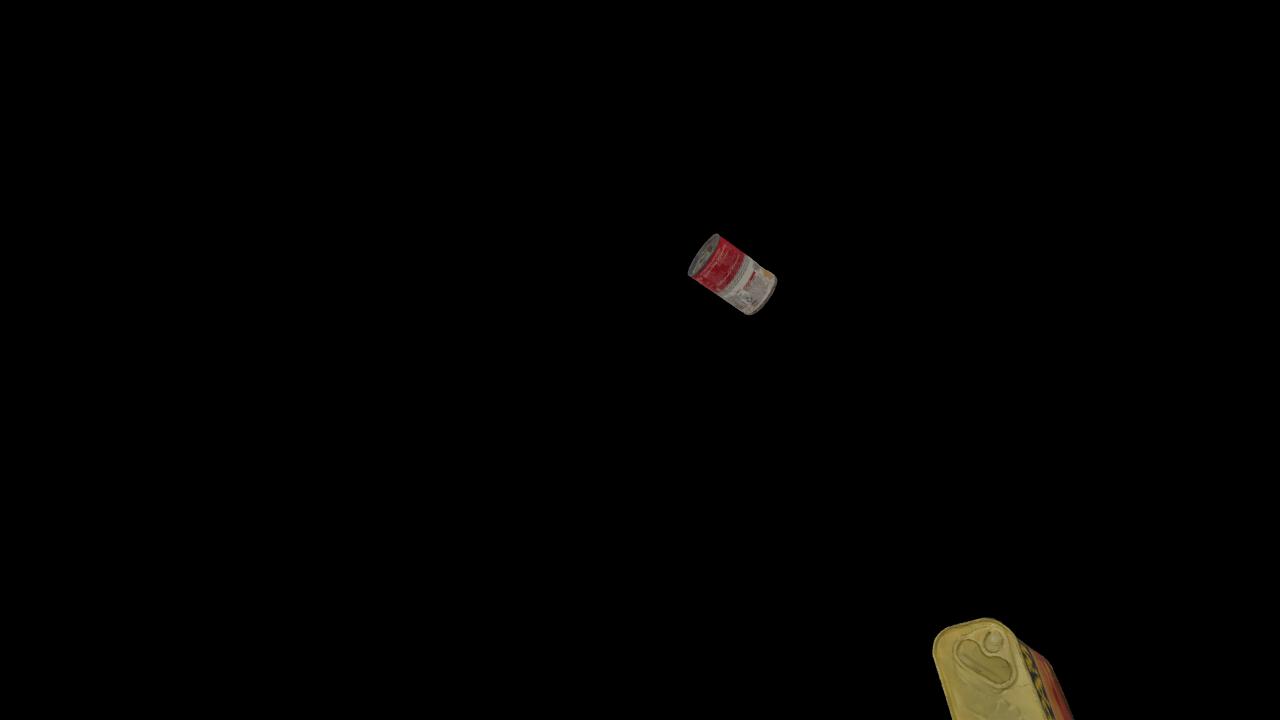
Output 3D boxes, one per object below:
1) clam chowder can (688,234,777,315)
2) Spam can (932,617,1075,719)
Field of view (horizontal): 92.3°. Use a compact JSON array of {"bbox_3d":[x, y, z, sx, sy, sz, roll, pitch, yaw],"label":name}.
[{"bbox_3d":[0.125,-0.114,0.828,0.102,0.068,0.068,32,-8,-13],"label":"clam chowder can"},{"bbox_3d":[0.257,0.243,0.422,0.058,0.101,0.085,-32,-52,31],"label":"Spam can"}]
